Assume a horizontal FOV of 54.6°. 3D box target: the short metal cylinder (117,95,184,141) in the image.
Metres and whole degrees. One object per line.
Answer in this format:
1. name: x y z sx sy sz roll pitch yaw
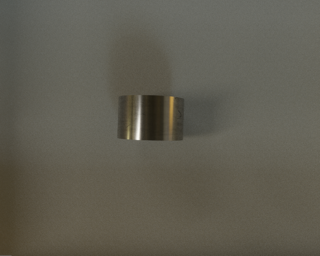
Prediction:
1. short metal cylinder: -0.011 -0.011 0.381 0.080 0.080 0.050 2 90 0
